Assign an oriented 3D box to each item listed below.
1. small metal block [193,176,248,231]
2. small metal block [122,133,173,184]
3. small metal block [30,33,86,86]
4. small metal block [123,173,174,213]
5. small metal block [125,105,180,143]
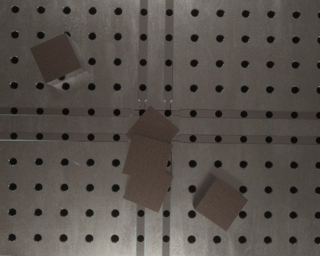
[{"bbox_3d":[0.080,0.100,0.415,0.050,0.025,0.050,35,90,-1],"label":"small metal block"},{"bbox_3d":[-0.015,0.037,0.388,0.050,0.025,0.050,16,90,-1],"label":"small metal block"},{"bbox_3d":[-0.135,-0.090,0.412,0.050,0.025,0.050,-24,90,-1],"label":"small metal block"},{"bbox_3d":[-0.015,0.077,0.413,0.050,0.025,0.050,23,90,-1],"label":"small metal block"},{"bbox_3d":[-0.009,0.006,0.413,0.050,0.025,0.050,40,90,-1],"label":"small metal block"}]
